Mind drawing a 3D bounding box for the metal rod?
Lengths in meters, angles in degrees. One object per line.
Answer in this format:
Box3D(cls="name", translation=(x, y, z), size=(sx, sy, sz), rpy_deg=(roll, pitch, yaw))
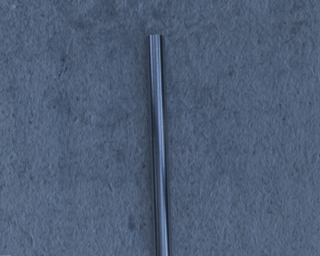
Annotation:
Box3D(cls="metal rod", translation=(-0.001, 0.029, 0.409), size=(0.025, 0.025, 0.298), rpy_deg=(-2, 90, -1))
